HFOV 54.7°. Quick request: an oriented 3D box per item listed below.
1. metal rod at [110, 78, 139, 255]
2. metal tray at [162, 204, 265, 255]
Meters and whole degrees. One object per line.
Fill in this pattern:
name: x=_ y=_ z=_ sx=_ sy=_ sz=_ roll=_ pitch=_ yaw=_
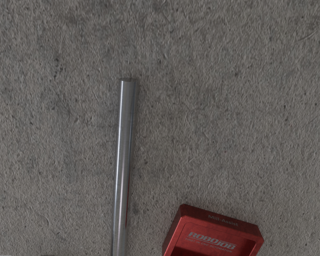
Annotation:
metal rod: x=-0.053 y=0.079 z=0.438 sx=0.025 sy=0.025 sz=0.298 roll=5 pitch=110 yaw=-2
metal tray: x=0.078 y=0.176 z=0.472 sx=0.131 sy=0.030 sz=0.089 roll=18 pitch=109 yaw=-7
